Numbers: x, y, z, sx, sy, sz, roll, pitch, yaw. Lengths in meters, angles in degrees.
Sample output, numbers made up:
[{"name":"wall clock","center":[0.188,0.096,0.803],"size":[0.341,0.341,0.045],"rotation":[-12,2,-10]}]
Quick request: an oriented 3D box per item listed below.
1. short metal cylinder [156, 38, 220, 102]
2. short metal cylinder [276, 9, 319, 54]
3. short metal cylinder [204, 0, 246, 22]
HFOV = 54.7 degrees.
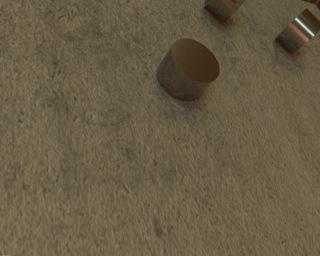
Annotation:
[{"name":"short metal cylinder","center":[0.042,-0.087,0.465],"size":[0.081,0.050,0.080],"rotation":[14,56,-21]},{"name":"short metal cylinder","center":[0.296,-0.205,0.656],"size":[0.050,0.080,0.080],"rotation":[46,51,3]},{"name":"short metal cylinder","center":[0.132,-0.253,0.597],"size":[0.050,0.080,0.080],"rotation":[45,51,2]}]
